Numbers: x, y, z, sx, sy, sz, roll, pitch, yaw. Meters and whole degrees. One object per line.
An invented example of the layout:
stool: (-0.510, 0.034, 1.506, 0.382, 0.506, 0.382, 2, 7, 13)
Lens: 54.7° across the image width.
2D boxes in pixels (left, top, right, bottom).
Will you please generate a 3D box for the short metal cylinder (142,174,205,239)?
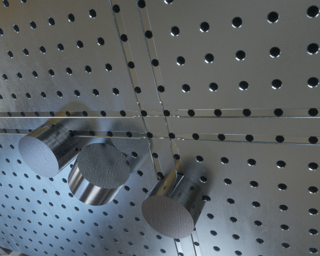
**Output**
short metal cylinder: (0.020, 0.114, 0.455, 0.080, 0.050, 0.079, 13, 124, 21)

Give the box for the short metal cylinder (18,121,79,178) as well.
short metal cylinder: (-0.184, 0.036, 0.514, 0.080, 0.050, 0.079, 13, 124, 21)

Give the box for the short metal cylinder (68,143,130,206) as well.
short metal cylinder: (-0.092, 0.069, 0.467, 0.080, 0.080, 0.050, 37, 129, 3)
